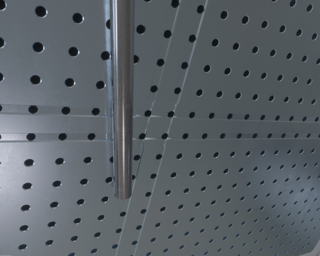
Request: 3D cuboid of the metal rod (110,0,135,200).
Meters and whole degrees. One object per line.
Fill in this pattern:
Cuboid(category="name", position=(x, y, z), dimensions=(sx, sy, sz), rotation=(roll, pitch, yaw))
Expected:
Cuboid(category="metal rod", position=(-0.044, -0.036, 0.364), dimensions=(0.025, 0.025, 0.298), rotation=(-10, 123, -23))
